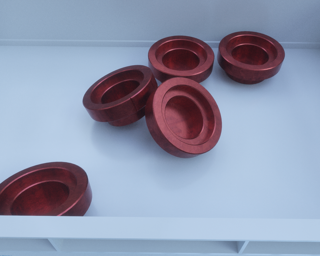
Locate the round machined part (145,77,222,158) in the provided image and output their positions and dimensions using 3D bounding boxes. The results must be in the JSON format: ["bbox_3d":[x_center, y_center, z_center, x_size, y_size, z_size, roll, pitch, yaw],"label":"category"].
[{"bbox_3d":[0.025,-0.010,0.383,0.099,0.042,0.098,11,66,-27],"label":"round machined part"}]

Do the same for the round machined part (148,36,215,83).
[{"bbox_3d":[0.032,-0.096,0.475,0.099,0.042,0.098,0,50,0],"label":"round machined part"}]

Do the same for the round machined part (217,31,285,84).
[{"bbox_3d":[0.138,-0.106,0.484,0.099,0.042,0.098,0,50,0],"label":"round machined part"}]

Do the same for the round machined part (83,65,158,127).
[{"bbox_3d":[-0.048,-0.039,0.411,0.098,0.042,0.098,-16,36,13],"label":"round machined part"}]

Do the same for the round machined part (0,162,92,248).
[{"bbox_3d":[-0.117,0.079,0.312,0.099,0.042,0.098,-5,29,3],"label":"round machined part"}]
